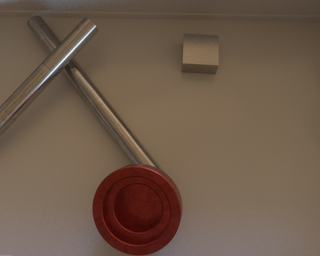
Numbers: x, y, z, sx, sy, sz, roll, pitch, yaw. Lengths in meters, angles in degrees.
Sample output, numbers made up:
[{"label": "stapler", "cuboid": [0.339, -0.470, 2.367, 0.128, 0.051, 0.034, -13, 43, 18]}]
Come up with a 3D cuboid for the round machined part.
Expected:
[{"label": "round machined part", "cuboid": [-0.023, 0.089, 0.356, 0.098, 0.042, 0.097, 0, 91, 9]}]

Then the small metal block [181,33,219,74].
[{"label": "small metal block", "cuboid": [0.058, -0.108, 0.450, 0.050, 0.025, 0.050, 3, 70, 1]}]

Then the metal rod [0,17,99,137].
[{"label": "metal rod", "cuboid": [-0.188, -0.028, 0.400, 0.025, 0.025, 0.300, 37, 80, 12]}]

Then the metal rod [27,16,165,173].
[{"label": "metal rod", "cuboid": [-0.095, -0.047, 0.425, 0.025, 0.025, 0.300, -36, 74, -12]}]
